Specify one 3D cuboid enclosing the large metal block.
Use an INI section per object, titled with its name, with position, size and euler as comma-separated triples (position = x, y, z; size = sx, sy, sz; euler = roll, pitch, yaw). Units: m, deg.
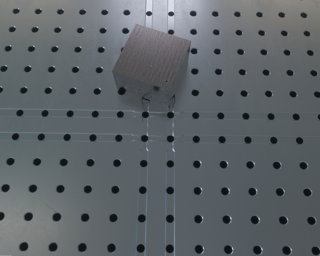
[large metal block]
position = -0.010, -0.086, 0.430
size = 0.080, 0.050, 0.080
euler = 19, 71, 7
